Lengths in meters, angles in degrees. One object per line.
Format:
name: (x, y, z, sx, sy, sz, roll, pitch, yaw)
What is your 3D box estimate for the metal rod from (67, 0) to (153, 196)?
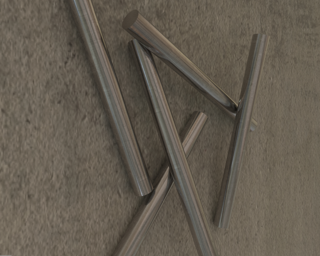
metal rod: (-0.063, -0.059, 0.353, 0.025, 0.025, 0.298, -28, 108, -37)

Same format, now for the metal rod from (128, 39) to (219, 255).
metal rod: (0.019, 0.033, 0.394, 0.025, 0.025, 0.298, -22, 95, -38)

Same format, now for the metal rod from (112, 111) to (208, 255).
metal rod: (-0.011, 0.100, 0.397, 0.025, 0.025, 0.300, 46, 62, -31)

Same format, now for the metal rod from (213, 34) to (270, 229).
metal rod: (0.124, 0.008, 0.477, 0.025, 0.025, 0.298, 7, 96, -40)

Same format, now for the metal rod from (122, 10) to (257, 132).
metal rod: (0.063, -0.062, 0.439, 0.301, 0.025, 0.025, 31, 71, -42)
